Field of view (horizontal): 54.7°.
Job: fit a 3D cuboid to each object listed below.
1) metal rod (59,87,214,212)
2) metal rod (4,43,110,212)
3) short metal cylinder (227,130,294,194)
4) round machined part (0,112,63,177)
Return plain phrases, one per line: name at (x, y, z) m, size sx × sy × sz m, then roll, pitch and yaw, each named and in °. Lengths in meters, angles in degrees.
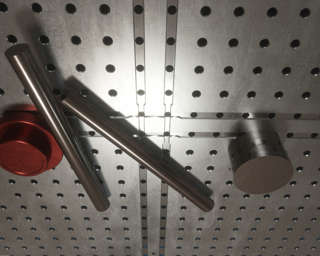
metal rod at (-0.017, 0.046, 0.450) m, size 0.025 × 0.025 × 0.300 m, roll -34°, pitch 123°, yaw 25°
metal rod at (-0.121, 0.025, 0.418) m, size 0.025 × 0.025 × 0.298 m, roll -8°, pitch 134°, yaw 6°
short metal cylinder at (0.140, 0.049, 0.440) m, size 0.081 × 0.050 × 0.079 m, roll 0°, pitch 130°, yaw 0°
round machined part at (-0.183, 0.029, 0.422) m, size 0.099 × 0.042 × 0.097 m, roll 0°, pitch 130°, yaw 0°
